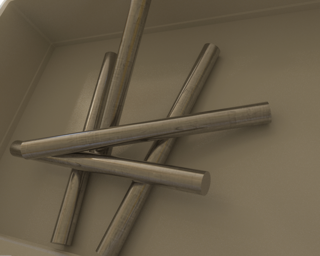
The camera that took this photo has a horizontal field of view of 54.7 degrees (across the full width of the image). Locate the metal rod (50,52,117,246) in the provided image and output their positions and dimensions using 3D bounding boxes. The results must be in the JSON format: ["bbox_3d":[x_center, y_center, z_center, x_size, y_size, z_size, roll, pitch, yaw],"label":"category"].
[{"bbox_3d":[-0.101,0.012,0.449,0.025,0.025,0.299,-5,59,25],"label":"metal rod"}]

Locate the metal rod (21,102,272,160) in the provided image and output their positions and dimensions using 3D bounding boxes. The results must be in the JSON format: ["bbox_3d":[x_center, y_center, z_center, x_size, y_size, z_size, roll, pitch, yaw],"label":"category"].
[{"bbox_3d":[-0.024,0.005,0.373,0.301,0.025,0.025,-9,57,9],"label":"metal rod"}]

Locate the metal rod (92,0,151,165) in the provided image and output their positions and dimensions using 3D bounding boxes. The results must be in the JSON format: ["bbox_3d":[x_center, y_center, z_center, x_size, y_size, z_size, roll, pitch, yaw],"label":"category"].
[{"bbox_3d":[-0.045,-0.089,0.404,0.025,0.025,0.298,19,96,35],"label":"metal rod"}]

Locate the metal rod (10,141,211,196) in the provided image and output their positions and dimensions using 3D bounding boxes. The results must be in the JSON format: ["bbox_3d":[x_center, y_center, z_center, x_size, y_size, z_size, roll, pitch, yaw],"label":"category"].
[{"bbox_3d":[-0.083,0.043,0.387,0.300,0.025,0.025,6,65,30],"label":"metal rod"}]

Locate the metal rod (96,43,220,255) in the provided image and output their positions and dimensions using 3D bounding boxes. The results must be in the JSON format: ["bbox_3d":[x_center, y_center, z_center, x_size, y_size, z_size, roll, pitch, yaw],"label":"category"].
[{"bbox_3d":[0.006,0.017,0.391,0.025,0.025,0.300,16,70,34],"label":"metal rod"}]
